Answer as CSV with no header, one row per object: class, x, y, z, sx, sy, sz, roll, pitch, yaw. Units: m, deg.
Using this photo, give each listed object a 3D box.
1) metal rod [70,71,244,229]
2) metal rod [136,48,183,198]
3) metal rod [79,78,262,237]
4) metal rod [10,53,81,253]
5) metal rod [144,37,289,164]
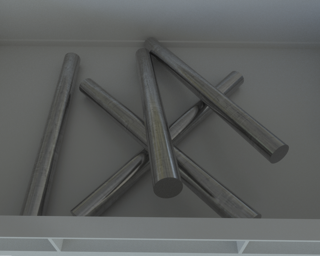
metal rod,0.015,0.010,0.396,0.025,0.025,0.302,35,58,25
metal rod,-0.010,-0.034,0.383,0.025,0.025,0.300,-5,35,-4
metal rod,-0.013,0.012,0.361,0.025,0.025,0.300,-32,48,-24
metal rod,-0.137,0.004,0.400,0.025,0.025,0.300,-1,50,-1
metal rod,0.054,-0.057,0.422,0.025,0.025,0.300,-22,44,-18
